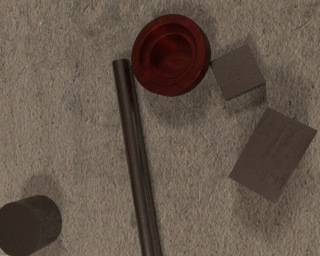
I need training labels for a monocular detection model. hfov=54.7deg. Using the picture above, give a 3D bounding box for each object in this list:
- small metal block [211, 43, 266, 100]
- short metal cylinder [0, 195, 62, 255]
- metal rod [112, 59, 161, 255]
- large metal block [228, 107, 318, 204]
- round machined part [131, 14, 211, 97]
[{"bbox_3d":[0.094,-0.066,0.376,0.050,0.025,0.050,-24,82,18],"label":"small metal block"},{"bbox_3d":[-0.196,0.145,0.463,0.080,0.050,0.079,0,90,19],"label":"short metal cylinder"},{"bbox_3d":[-0.030,0.055,0.418,0.025,0.025,0.298,-10,87,19],"label":"metal rod"},{"bbox_3d":[0.121,0.026,0.337,0.050,0.080,0.080,29,99,17],"label":"large metal block"},{"bbox_3d":[0.017,-0.088,0.390,0.098,0.042,0.097,-1,88,25],"label":"round machined part"}]
